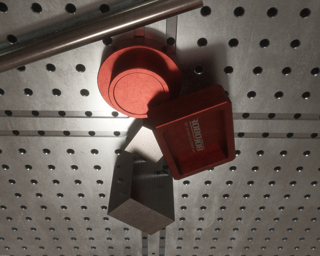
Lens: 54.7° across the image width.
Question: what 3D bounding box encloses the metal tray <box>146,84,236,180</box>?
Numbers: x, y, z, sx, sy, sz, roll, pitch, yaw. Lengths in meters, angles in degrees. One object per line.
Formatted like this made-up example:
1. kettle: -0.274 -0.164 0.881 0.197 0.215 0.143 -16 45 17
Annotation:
1. metal tray: 0.044 0.012 0.388 0.090 0.030 0.130 -20 142 1

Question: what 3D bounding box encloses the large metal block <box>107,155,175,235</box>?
1. large metal block: -0.026 0.099 0.460 0.080 0.080 0.050 35 122 -26

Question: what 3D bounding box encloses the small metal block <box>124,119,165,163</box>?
1. small metal block: -0.014 0.016 0.425 0.050 0.025 0.050 25 126 -20

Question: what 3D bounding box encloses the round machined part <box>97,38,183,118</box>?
1. round machined part: -0.023 -0.050 0.358 0.099 0.042 0.097 -1 130 0

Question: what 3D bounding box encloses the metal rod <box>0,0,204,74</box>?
1. metal rod: -0.104 -0.094 0.330 0.301 0.025 0.025 -14 129 11
